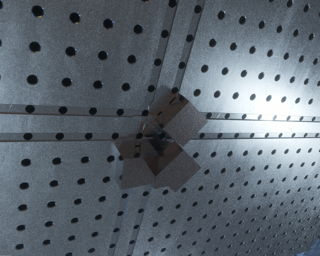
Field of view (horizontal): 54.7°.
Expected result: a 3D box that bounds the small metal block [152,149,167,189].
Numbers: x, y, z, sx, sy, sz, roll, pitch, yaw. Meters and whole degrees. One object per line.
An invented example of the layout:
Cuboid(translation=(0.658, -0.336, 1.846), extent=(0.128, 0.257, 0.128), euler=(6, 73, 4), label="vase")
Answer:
Cuboid(translation=(0.011, 0.058, 0.455), extent=(0.050, 0.025, 0.050), euler=(-8, 122, -25), label="small metal block")

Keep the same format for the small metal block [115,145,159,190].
Cuboid(translation=(-0.033, 0.054, 0.428), extent=(0.050, 0.025, 0.050), euler=(-6, 121, -26), label="small metal block")

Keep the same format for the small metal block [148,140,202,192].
Cuboid(translation=(0.021, 0.053, 0.425), extent=(0.050, 0.025, 0.050), euler=(-44, 130, 2), label="small metal block")

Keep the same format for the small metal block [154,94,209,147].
Cuboid(translation=(0.030, -0.010, 0.423), extent=(0.050, 0.025, 0.050), euler=(-46, 130, 3), label="small metal block")
